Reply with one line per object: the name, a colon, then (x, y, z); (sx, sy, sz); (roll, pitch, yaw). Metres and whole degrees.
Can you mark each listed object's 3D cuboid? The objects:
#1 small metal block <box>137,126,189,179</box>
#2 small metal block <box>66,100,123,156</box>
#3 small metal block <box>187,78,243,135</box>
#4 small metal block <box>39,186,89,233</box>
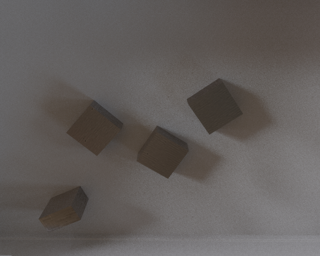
small metal block: (0.003, 0.033, 0.423); (0.050, 0.025, 0.050); (31, 107, -11)
small metal block: (-0.086, 0.000, 0.410); (0.050, 0.025, 0.050); (40, 105, -14)
small metal block: (0.070, -0.028, 0.401); (0.050, 0.025, 0.050); (-33, 107, 11)
small metal block: (-0.135, 0.114, 0.439); (0.050, 0.050, 0.025); (-23, 109, 8)
